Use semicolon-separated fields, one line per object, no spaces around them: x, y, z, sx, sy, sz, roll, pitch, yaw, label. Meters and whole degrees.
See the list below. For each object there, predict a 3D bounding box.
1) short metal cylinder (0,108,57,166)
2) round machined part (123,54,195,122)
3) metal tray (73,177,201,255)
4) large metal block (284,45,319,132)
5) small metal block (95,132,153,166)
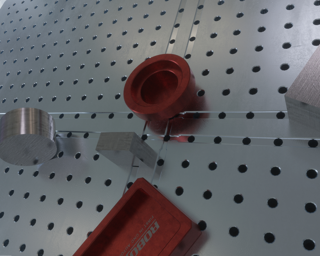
-0.200;0.015;0.469;0.080;0.080;0.050;-27;53;11;short metal cylinder
0.003;-0.051;0.427;0.098;0.042;0.098;-13;56;21;round machined part
-0.030;0.131;0.340;0.090;0.030;0.130;35;81;38;metal tray
0.188;-0.037;0.316;0.080;0.050;0.080;30;78;37;large metal block
-0.045;0.028;0.399;0.050;0.050;0.025;-1;62;27;small metal block
